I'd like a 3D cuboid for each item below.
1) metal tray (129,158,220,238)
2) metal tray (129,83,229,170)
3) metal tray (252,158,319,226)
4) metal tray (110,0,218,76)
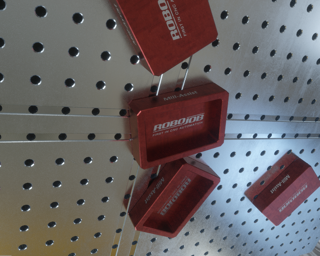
[{"bbox_3d":[0.024,0.109,0.487,0.090,0.030,0.130,28,103,-38],"label":"metal tray"},{"bbox_3d":[0.027,-0.004,0.419,0.131,0.030,0.089,-15,125,-20],"label":"metal tray"},{"bbox_3d":[0.259,0.132,0.630,0.130,0.030,0.090,-45,129,3],"label":"metal tray"},{"bbox_3d":[0.001,-0.131,0.327,0.090,0.030,0.130,-34,129,-6],"label":"metal tray"}]
